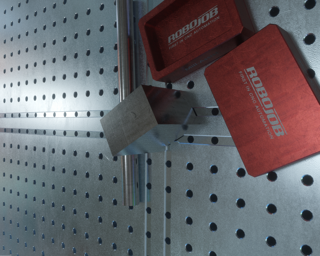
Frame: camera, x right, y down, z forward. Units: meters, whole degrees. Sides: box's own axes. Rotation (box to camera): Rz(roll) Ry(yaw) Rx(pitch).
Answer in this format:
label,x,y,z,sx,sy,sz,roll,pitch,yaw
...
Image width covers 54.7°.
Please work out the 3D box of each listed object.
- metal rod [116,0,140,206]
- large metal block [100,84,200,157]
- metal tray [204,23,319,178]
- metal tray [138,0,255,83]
label,x,y,z,sx,sy,sz,roll,pitch,yaw
metal rod,-0.047,-0.040,0.447,0.025,0.025,0.298,-3,88,40
large metal block,-0.012,-0.007,0.384,0.080,0.081,0.050,-35,68,34
metal tray,0.110,-0.026,0.316,0.090,0.030,0.130,-32,70,35
metal tray,0.037,-0.121,0.375,0.130,0.030,0.090,-24,75,37
